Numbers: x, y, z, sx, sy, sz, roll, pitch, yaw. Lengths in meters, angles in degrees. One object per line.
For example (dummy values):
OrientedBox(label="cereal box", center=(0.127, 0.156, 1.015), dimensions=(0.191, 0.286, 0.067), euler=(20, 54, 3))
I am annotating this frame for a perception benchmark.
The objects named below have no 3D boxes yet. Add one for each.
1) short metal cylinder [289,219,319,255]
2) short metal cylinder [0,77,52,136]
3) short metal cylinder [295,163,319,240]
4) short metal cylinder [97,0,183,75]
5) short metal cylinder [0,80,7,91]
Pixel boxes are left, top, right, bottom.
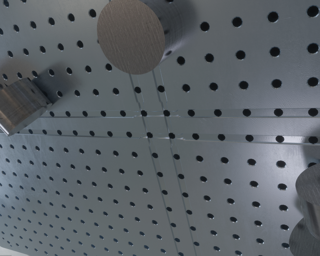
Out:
OrientedBox(label="short metal cylinder", center=(0.199, 0.137, 0.355), dimensions=(0.050, 0.080, 0.080), euler=(47, 129, -5))
OrientedBox(label="short metal cylinder", center=(-0.213, -0.032, 0.468), dimensions=(0.080, 0.080, 0.050), euler=(-32, 100, 38))
OrientedBox(label="short metal cylinder", center=(0.190, 0.076, 0.323), dimensions=(0.080, 0.080, 0.050), euler=(-9, 114, 32))
OrientedBox(label="short metal cylinder", center=(-0.021, -0.105, 0.341), dimensions=(0.080, 0.050, 0.079), euler=(13, 124, 21))
OrientedBox(label="short metal cylinder", center=(-0.296, -0.047, 0.503), dimensions=(0.080, 0.080, 0.050), euler=(45, 129, -3))
